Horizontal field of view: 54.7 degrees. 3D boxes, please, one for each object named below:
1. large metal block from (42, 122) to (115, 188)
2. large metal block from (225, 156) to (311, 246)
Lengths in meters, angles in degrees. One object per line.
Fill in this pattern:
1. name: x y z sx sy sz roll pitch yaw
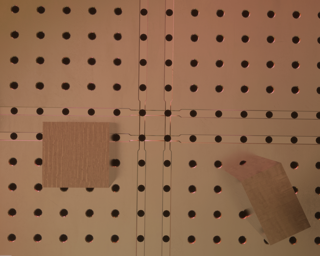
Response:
1. large metal block: -0.102 0.032 0.400 0.081 0.050 0.079 0 90 -1
2. large metal block: 0.130 0.085 0.388 0.050 0.080 0.080 -25 90 0
